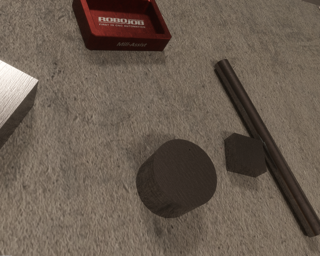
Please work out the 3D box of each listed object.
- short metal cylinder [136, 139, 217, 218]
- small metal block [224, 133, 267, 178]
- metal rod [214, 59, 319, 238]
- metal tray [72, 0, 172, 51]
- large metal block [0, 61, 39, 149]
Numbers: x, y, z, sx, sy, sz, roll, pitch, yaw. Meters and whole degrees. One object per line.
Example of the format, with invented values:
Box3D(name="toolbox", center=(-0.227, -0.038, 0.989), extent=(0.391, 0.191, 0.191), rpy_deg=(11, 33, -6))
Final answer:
Box3D(name="short metal cylinder", center=(0.019, 0.060, 0.363), extent=(0.081, 0.050, 0.080), rpy_deg=(14, 56, -21))
Box3D(name="small metal block", center=(0.123, 0.040, 0.448), extent=(0.050, 0.025, 0.050), rpy_deg=(16, 55, -20))
Box3D(name="metal rod", center=(0.162, 0.019, 0.482), extent=(0.025, 0.025, 0.299), rpy_deg=(-11, 68, -33))
Box3D(name="metal tray", center=(-0.056, -0.162, 0.470), extent=(0.131, 0.030, 0.090), rpy_deg=(-8, 66, -32))
Box3D(name="large metal block", center=(-0.181, -0.026, 0.306), extent=(0.080, 0.050, 0.080), rpy_deg=(29, 52, -11))
